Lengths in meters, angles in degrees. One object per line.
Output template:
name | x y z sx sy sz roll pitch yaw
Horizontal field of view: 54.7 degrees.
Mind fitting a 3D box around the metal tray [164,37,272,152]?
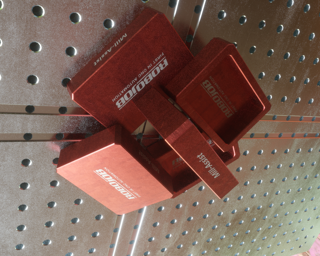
metal tray | 0.077 -0.036 0.390 0.090 0.030 0.130 -45 130 3

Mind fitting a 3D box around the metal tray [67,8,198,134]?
metal tray | -0.028 -0.059 0.356 0.130 0.030 0.090 -43 130 1

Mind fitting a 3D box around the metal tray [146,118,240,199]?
metal tray | 0.052 0.038 0.460 0.131 0.030 0.090 -30 129 -10

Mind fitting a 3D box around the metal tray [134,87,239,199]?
metal tray | 0.032 0.019 0.360 0.030 0.090 0.130 -42 130 0

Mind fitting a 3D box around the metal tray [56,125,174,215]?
metal tray | -0.052 0.059 0.393 0.090 0.030 0.130 -24 132 18
